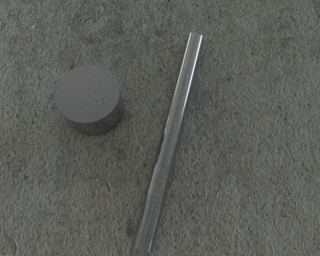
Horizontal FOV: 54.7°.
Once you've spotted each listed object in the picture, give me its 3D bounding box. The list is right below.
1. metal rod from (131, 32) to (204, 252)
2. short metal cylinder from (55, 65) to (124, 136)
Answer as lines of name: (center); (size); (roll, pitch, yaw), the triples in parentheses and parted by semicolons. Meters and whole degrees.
metal rod: (0.016, 0.004, 0.406); (0.025, 0.025, 0.299); (13, 70, 5)
short metal cylinder: (-0.090, -0.035, 0.407); (0.081, 0.050, 0.080); (0, 70, 0)
